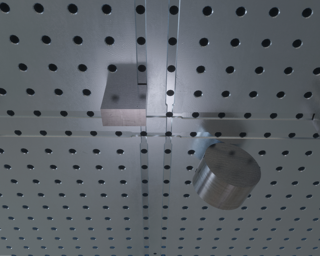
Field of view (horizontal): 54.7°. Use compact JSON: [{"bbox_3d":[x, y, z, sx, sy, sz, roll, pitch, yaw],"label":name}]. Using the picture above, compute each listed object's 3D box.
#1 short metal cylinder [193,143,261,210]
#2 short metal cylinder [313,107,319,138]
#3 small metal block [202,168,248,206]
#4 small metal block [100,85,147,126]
[{"bbox_3d":[0.092,0.066,0.433,0.081,0.080,0.050,11,129,-10],"label":"short metal cylinder"},{"bbox_3d":[0.248,-0.001,0.397,0.081,0.050,0.079,0,130,0],"label":"short metal cylinder"},{"bbox_3d":[0.102,0.094,0.493,0.050,0.025,0.050,16,128,-14],"label":"small metal block"},{"bbox_3d":[-0.041,-0.028,0.371,0.050,0.050,0.025,0,130,0],"label":"small metal block"}]
